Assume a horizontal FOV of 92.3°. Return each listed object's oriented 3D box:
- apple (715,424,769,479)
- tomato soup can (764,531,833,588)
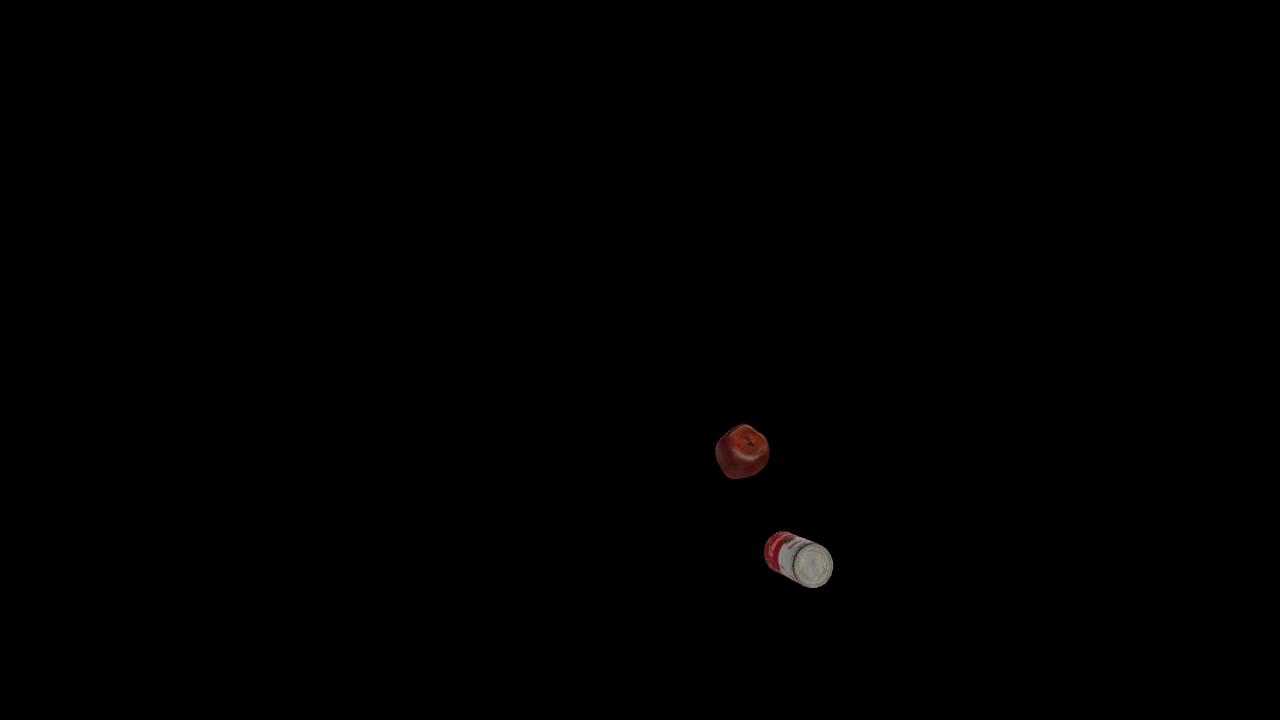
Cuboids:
[{"bbox_3d":[0.151,0.139,0.912,0.079,0.079,0.093,0,-31,-12],"label":"apple"},{"bbox_3d":[0.246,0.311,0.962,0.068,0.068,0.101,0,-5,-14],"label":"tomato soup can"}]
